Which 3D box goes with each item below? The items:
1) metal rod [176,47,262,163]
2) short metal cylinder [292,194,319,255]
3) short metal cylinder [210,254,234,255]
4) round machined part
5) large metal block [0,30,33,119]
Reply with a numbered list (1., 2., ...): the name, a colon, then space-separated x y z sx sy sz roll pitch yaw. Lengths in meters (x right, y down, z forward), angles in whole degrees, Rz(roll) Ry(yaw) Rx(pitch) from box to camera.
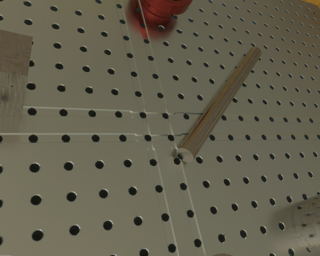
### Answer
1. metal rod: 0.107 -0.054 0.498 0.025 0.025 0.301 41 51 -1
2. short metal cylinder: 0.238 0.134 0.438 0.081 0.050 0.080 14 56 -21
3. short metal cylinder: 0.056 0.174 0.315 0.081 0.050 0.080 14 56 -21
4. round machined part: 0.006 -0.234 0.543 0.099 0.042 0.098 14 56 -21
5. large metal block: -0.177 -0.055 0.311 0.081 0.080 0.050 8 59 -24
